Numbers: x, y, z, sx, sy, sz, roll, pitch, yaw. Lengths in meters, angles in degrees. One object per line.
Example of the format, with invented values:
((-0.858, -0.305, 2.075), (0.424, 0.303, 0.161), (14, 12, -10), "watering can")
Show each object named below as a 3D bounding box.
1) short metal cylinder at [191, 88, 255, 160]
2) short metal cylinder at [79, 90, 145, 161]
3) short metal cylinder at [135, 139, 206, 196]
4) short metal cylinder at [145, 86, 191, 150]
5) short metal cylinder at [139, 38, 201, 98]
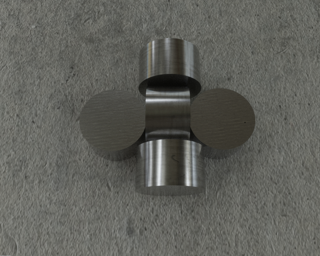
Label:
((0.075, -0.004, 0.397), (0.080, 0.050, 0.080), (0, 70, 0), "short metal cylinder")
((-0.057, -0.002, 0.396), (0.081, 0.050, 0.080), (0, 70, -1), "short metal cylinder")
((0.012, 0.049, 0.363), (0.081, 0.080, 0.050), (0, 70, 0), "short metal cylinder")
((0.009, -0.012, 0.385), (0.050, 0.080, 0.080), (0, 70, 0), "short metal cylinder")
((0.013, -0.073, 0.407), (0.081, 0.080, 0.050), (0, 70, 0), "short metal cylinder")
